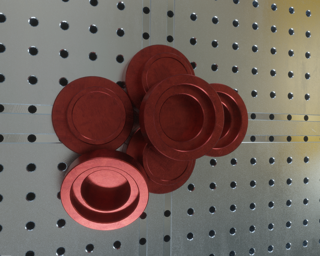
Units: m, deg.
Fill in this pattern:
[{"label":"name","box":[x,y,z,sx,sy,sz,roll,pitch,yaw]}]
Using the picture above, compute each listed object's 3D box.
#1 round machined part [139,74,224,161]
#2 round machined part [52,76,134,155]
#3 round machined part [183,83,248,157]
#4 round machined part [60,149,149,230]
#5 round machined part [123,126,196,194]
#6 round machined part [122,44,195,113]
[{"label":"round machined part","box":[0.022,-0.012,0.366,0.099,0.042,0.097,0,90,-20]},{"label":"round machined part","box":[-0.079,-0.014,0.374,0.099,0.042,0.097,0,90,-20]},{"label":"round machined part","box":[0.068,-0.011,0.428,0.099,0.042,0.097,0,90,-20]},{"label":"round machined part","box":[-0.063,0.068,0.366,0.099,0.042,0.097,-2,112,-4]},{"label":"round machined part","box":[0.003,0.038,0.404,0.099,0.042,0.097,0,90,-20]},{"label":"round machined part","box":[0.003,-0.060,0.404,0.099,0.042,0.097,0,90,-20]}]
